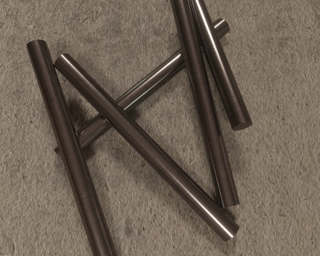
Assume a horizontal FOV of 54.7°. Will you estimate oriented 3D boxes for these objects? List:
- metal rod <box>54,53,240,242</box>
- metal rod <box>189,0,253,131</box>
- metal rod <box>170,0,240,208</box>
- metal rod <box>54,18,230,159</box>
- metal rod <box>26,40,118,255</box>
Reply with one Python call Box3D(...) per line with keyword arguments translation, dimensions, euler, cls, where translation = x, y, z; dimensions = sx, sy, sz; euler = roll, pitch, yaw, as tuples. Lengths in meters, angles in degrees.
Box3D(translation=(-0.021, 0.019, 0.381), dimensions=(0.025, 0.025, 0.300), euler=(-43, 83, -14), cls="metal rod")
Box3D(translation=(0.064, -0.136, 0.431), dimensions=(0.025, 0.025, 0.299), euler=(-13, 68, -5), cls="metal rod")
Box3D(translation=(0.055, -0.048, 0.407), dimensions=(0.025, 0.025, 0.299), euler=(-11, 77, -4), cls="metal rod")
Box3D(translation=(-0.016, -0.059, 0.429), dimensions=(0.301, 0.025, 0.025), euler=(-41, 75, -14), cls="metal rod")
Box3D(translation=(-0.105, 0.032, 0.370), dimensions=(0.025, 0.025, 0.299), euler=(-20, 81, -7), cls="metal rod")
